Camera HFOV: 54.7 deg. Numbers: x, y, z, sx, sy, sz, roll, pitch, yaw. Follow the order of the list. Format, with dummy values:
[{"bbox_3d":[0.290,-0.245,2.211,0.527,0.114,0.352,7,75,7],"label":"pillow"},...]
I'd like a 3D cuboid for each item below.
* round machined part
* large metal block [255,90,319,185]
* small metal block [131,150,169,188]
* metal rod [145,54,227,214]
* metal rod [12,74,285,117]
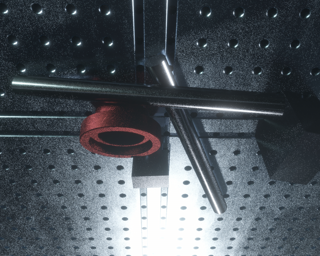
[{"bbox_3d":[-0.047,0.001,0.386,0.099,0.042,0.098,0,154,0],"label":"round machined part"},{"bbox_3d":[0.169,0.012,0.388,0.050,0.080,0.079,11,129,-9],"label":"large metal block"},{"bbox_3d":[-0.013,0.058,0.445,0.050,0.050,0.025,-2,130,1],"label":"small metal block"},{"bbox_3d":[0.048,0.030,0.438,0.025,0.025,0.299,-17,129,13],"label":"metal rod"},{"bbox_3d":[-0.018,-0.038,0.349,0.302,0.025,0.025,5,131,7],"label":"metal rod"}]
